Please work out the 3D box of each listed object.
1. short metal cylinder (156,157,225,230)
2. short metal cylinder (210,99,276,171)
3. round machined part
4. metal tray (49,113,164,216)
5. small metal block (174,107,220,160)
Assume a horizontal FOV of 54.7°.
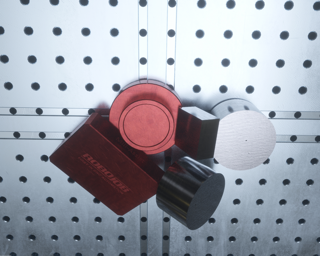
[{"bbox_3d":[0.041,0.084,0.405,0.050,0.081,0.079,26,115,37],"label":"short metal cylinder"},{"bbox_3d":[0.101,0.008,0.400,0.081,0.050,0.079,0,110,0],"label":"short metal cylinder"},{"bbox_3d":[-0.016,-0.010,0.396,0.099,0.042,0.097,0,110,0],"label":"round machined part"},{"bbox_3d":[-0.069,0.052,0.413,0.130,0.030,0.090,43,120,-15],"label":"metal tray"},{"bbox_3d":[0.044,0.005,0.379,0.025,0.050,0.050,-5,112,-28],"label":"small metal block"}]
